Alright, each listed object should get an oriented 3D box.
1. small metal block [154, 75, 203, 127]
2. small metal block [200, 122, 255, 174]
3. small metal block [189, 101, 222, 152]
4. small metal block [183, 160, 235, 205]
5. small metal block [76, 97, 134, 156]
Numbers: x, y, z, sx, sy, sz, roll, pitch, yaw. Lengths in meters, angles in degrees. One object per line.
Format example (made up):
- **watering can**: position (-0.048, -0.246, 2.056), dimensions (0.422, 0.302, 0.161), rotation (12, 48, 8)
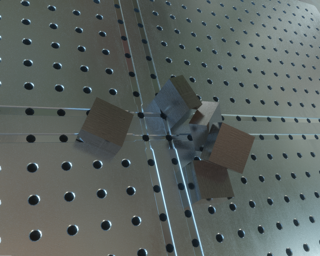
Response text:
- **small metal block**: position (0.024, -0.037, 0.429), dimensions (0.025, 0.050, 0.050), rotation (-22, 74, -36)
- **small metal block**: position (0.086, 0.025, 0.395), dimensions (0.050, 0.025, 0.050), rotation (23, 84, -17)
- **small metal block**: position (0.065, -0.002, 0.428), dimensions (0.025, 0.050, 0.050), rotation (7, 44, 29)
- **small metal block**: position (0.063, 0.070, 0.401), dimensions (0.050, 0.025, 0.050), rotation (3, 60, -27)
- **small metal block**: position (-0.066, -0.002, 0.375), dimensions (0.050, 0.025, 0.050), rotation (26, 53, -13)
